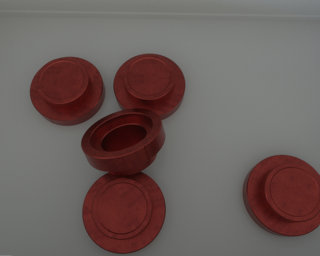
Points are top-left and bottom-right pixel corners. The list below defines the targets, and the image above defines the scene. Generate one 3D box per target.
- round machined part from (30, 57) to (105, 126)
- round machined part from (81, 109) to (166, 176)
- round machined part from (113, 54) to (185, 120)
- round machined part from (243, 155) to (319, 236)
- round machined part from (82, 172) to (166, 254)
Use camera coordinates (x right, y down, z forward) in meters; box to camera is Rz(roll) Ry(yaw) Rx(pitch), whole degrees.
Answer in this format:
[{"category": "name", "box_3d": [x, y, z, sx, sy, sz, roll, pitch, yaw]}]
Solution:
[{"category": "round machined part", "box_3d": [-0.127, -0.055, 0.419, 0.099, 0.042, 0.098, 0, 70, -1]}, {"category": "round machined part", "box_3d": [-0.041, 0.020, 0.376, 0.098, 0.042, 0.098, -11, 33, 7]}, {"category": "round machined part", "box_3d": [-0.014, -0.061, 0.423, 0.099, 0.042, 0.098, 0, 70, -1]}, {"category": "round machined part", "box_3d": [0.154, 0.079, 0.374, 0.099, 0.042, 0.098, 0, 70, -1]}, {"category": "round machined part", "box_3d": [-0.042, 0.096, 0.365, 0.099, 0.042, 0.098, 0, 70, -1]}]
